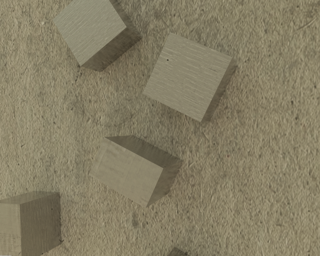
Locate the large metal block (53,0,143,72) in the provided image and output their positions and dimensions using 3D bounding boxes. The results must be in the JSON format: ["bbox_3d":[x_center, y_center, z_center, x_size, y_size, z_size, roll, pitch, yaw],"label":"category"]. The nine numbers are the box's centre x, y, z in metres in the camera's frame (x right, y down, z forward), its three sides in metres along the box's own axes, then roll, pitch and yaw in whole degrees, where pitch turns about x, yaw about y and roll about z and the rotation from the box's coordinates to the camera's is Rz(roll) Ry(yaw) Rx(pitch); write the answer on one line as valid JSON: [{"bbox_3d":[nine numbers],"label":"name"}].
[{"bbox_3d":[-0.085,-0.136,0.426,0.080,0.050,0.080,-35,79,16],"label":"large metal block"}]

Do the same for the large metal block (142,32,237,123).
[{"bbox_3d":[0.038,-0.060,0.382,0.080,0.050,0.080,28,99,17],"label":"large metal block"}]

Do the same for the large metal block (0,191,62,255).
[{"bbox_3d":[-0.190,0.139,0.447,0.050,0.080,0.080,-2,89,20],"label":"large metal block"}]

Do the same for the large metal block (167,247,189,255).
[{"bbox_3d":[0.031,0.212,0.385,0.080,0.050,0.080,25,98,18],"label":"large metal block"}]

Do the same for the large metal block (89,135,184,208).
[{"bbox_3d":[-0.027,0.049,0.389,0.080,0.080,0.050,26,99,18],"label":"large metal block"}]
